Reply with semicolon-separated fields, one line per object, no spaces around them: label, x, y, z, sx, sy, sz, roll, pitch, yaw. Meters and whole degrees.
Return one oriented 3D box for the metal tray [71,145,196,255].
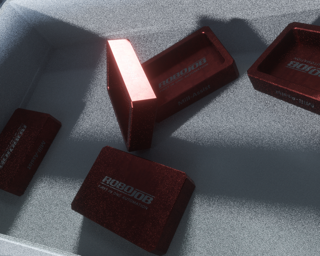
metal tray;-0.035;0.081;0.370;0.130;0.030;0.090;15;69;33

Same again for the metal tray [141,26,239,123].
metal tray;0.030;-0.076;0.431;0.130;0.030;0.090;-29;52;9

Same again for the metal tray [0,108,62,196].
metal tray;-0.226;0.034;0.498;0.090;0.030;0.130;10;67;32

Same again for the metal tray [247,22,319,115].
metal tray;0.174;-0.065;0.337;0.090;0.030;0.130;-48;43;-6

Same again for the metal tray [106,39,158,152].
metal tray;-0.042;-0.045;0.410;0.030;0.089;0.130;-10;50;-18
